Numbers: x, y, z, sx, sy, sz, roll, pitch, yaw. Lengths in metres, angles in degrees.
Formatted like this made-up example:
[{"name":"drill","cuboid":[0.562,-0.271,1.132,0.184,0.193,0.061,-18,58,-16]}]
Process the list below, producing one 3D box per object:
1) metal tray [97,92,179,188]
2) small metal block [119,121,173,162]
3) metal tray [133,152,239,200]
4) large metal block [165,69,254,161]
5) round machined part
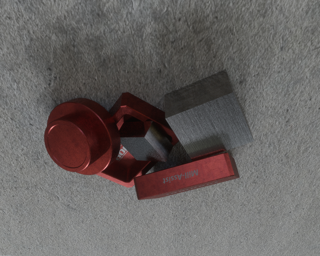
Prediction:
[{"name":"metal tray","cuboid":[-0.044,0.022,0.423,0.090,0.030,0.129,28,125,-22]},{"name":"small metal block","cuboid":[-0.020,0.017,0.393,0.050,0.025,0.050,-2,139,39]},{"name":"metal tray","cuboid":[0.040,0.070,0.435,0.130,0.030,0.090,-17,164,15]},{"name":"large metal block","cuboid":[0.060,-0.013,0.382,0.080,0.050,0.080,-21,127,17]},{"name":"round machined part","cuboid":[-0.102,0.015,0.382,0.098,0.042,0.097,9,113,22]}]
